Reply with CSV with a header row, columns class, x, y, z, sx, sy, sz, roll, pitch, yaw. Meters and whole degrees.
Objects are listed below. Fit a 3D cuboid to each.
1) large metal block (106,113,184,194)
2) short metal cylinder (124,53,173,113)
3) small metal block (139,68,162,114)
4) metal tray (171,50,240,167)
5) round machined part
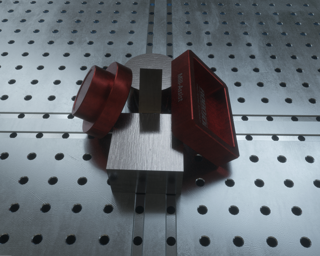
class,x,y,z,sx,sy,sz,roll,pitch,yaw
large metal block,-0.014,0.029,0.366,0.080,0.050,0.080,2,50,1
short metal cylinder,-0.011,-0.062,0.442,0.080,0.050,0.080,0,50,0
small metal block,-0.012,-0.043,0.372,0.025,0.050,0.050,2,92,-2
metal tray,0.055,-0.027,0.390,0.030,0.090,0.130,-30,40,32
round machined part,-0.077,-0.039,0.387,0.042,0.098,0.098,24,45,-24
